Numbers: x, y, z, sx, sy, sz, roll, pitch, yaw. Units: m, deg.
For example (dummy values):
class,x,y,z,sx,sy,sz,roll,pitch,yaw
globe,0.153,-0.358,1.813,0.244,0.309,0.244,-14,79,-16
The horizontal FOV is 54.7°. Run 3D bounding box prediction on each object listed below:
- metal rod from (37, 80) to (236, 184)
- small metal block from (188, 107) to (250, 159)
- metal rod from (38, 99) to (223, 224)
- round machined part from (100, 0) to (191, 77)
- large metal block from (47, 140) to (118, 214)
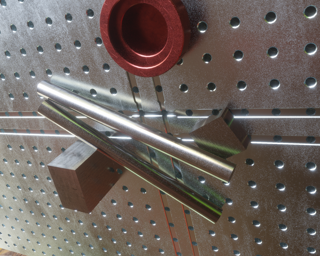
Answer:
class,x,y,z,sx,sy,sz,roll,pitch,yaw
metal rod,-0.045,-0.003,0.412,0.301,0.025,0.025,24,127,20
small metal block,0.073,0.010,0.379,0.050,0.025,0.050,-31,101,37
metal rod,-0.045,0.047,0.451,0.301,0.025,0.025,32,128,2
round machined part,-0.012,-0.109,0.338,0.098,0.042,0.097,13,124,20
large metal block,-0.115,0.070,0.478,0.050,0.080,0.079,5,121,25
